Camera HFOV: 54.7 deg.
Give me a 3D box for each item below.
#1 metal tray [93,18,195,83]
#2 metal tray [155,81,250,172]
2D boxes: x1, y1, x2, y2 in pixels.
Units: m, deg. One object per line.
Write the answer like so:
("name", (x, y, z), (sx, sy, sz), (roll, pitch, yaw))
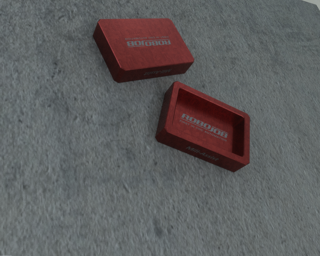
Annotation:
("metal tray", (-0.022, -0.120, 0.463), (0.131, 0.030, 0.090), (-15, 70, -34))
("metal tray", (0.065, -0.002, 0.438), (0.131, 0.030, 0.090), (23, 53, -15))
